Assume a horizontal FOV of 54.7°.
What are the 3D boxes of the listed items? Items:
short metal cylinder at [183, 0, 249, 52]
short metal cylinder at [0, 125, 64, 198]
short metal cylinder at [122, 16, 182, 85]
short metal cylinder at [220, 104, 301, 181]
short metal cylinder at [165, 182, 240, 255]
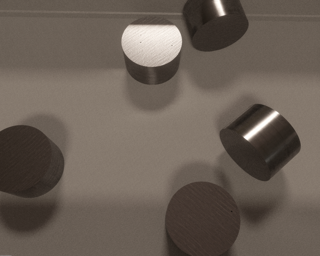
[{"bbox_3d":[0.077,-0.153,0.437,0.081,0.080,0.050,-13,71,-5],"label":"short metal cylinder"},{"bbox_3d":[-0.165,0.042,0.379,0.081,0.050,0.080,0,70,0],"label":"short metal cylinder"},{"bbox_3d":[-0.011,-0.108,0.436,0.081,0.050,0.080,0,70,0],"label":"short metal cylinder"},{"bbox_3d":[0.119,0.018,0.376,0.050,0.080,0.080,-38,75,-13],"label":"short metal cylinder"},{"bbox_3d":[0.047,0.106,0.358,0.081,0.050,0.080,0,70,0],"label":"short metal cylinder"}]
